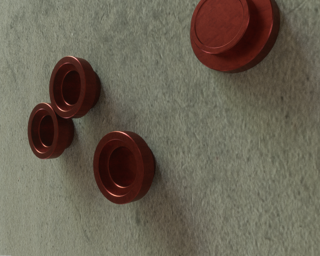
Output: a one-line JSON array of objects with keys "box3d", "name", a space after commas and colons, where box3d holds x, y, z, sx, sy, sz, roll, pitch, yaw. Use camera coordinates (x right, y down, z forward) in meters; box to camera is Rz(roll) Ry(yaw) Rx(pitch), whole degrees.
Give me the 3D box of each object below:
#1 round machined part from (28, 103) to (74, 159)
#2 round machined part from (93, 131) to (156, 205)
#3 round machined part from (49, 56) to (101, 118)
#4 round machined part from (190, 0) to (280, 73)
[{"box3d": [-0.189, 0.005, 0.546, 0.098, 0.042, 0.097, 0, 90, 39], "name": "round machined part"}, {"box3d": [-0.045, 0.053, 0.429, 0.098, 0.042, 0.097, 0, 90, 39], "name": "round machined part"}, {"box3d": [-0.134, -0.064, 0.501, 0.098, 0.042, 0.097, 0, 90, 39], "name": "round machined part"}, {"box3d": [0.072, -0.111, 0.333, 0.098, 0.042, 0.097, 0, 90, 39], "name": "round machined part"}]
